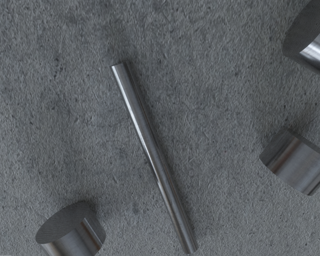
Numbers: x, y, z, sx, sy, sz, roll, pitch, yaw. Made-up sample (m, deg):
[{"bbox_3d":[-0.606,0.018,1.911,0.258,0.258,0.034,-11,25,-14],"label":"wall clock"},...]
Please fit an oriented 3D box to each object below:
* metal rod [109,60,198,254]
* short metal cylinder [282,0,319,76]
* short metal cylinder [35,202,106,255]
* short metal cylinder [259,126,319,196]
[{"bbox_3d":[-0.001,0.053,0.429,0.025,0.025,0.298,-18,109,6],"label":"metal rod"},{"bbox_3d":[0.184,-0.103,0.344,0.050,0.080,0.080,26,108,-9],"label":"short metal cylinder"},{"bbox_3d":[-0.124,0.150,0.435,0.080,0.080,0.050,-23,109,8],"label":"short metal cylinder"},{"bbox_3d":[0.177,0.041,0.397,0.080,0.080,0.050,30,107,-11],"label":"short metal cylinder"}]
